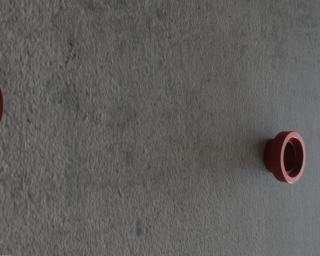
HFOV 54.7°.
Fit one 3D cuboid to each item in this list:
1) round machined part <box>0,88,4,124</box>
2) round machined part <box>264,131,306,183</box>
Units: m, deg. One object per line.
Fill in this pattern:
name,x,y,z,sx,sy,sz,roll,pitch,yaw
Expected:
round machined part,-0.177,-0.020,0.246,0.099,0.042,0.097,0,90,-40
round machined part,0.237,0.055,0.597,0.099,0.042,0.097,0,90,-40
